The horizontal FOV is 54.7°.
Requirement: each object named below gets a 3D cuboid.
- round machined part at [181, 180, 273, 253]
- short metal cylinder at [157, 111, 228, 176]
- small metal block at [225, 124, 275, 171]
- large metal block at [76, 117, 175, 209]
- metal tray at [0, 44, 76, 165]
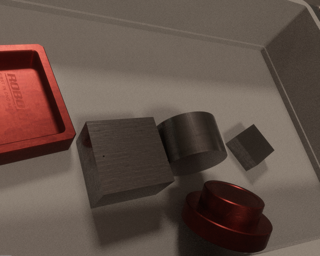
[{"bbox_3d":[0.077,0.091,0.346,0.099,0.098,0.042,11,100,-22],"label":"round machined part"},{"bbox_3d":[0.035,0.021,0.378,0.081,0.080,0.050,0,62,-29],"label":"short metal cylinder"},{"bbox_3d":[0.135,0.029,0.463,0.050,0.025,0.050,-28,77,-38],"label":"small metal block"},{"bbox_3d":[-0.041,0.037,0.346,0.081,0.050,0.080,-5,64,-31],"label":"large metal block"},{"bbox_3d":[-0.157,-0.030,0.336,0.091,0.030,0.130,-13,69,-34],"label":"metal tray"}]
